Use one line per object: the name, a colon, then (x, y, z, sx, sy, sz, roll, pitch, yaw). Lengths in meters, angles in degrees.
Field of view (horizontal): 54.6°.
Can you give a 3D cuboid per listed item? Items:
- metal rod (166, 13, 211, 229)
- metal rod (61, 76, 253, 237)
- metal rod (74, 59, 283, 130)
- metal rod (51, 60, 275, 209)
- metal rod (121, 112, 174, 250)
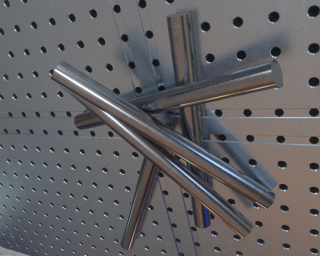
metal rod: (0.041, 0.011, 0.396, 0.025, 0.025, 0.298, 5, 121, 26)
metal rod: (0.003, 0.039, 0.392, 0.300, 0.025, 0.025, 41, 130, -9)
metal rod: (-0.008, -0.029, 0.371, 0.299, 0.025, 0.025, -10, 114, 41)
metal rod: (0.013, 0.014, 0.369, 0.301, 0.025, 0.025, 32, 130, -10)
metal rod: (-0.027, 0.101, 0.488, 0.025, 0.025, 0.298, 26, 128, 12)
